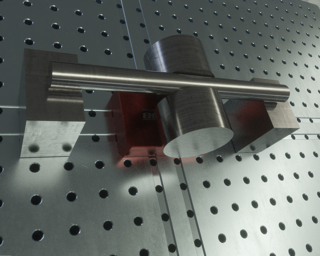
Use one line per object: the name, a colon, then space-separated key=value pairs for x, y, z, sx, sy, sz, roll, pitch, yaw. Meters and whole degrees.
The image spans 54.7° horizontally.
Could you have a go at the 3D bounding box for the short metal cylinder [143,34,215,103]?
short metal cylinder: x=0.023 y=-0.071 z=0.390 sx=0.081 sy=0.080 sz=0.050 roll=1 pitch=62 yaw=-28

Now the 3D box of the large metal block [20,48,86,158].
large metal block: x=-0.116 y=-0.023 z=0.322 sx=0.050 sy=0.080 sz=0.080 roll=1 pitch=62 yaw=-28

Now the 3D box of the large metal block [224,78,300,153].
large metal block: x=0.144 y=-0.017 z=0.459 sx=0.050 sy=0.080 sz=0.080 roll=1 pitch=62 yaw=-28

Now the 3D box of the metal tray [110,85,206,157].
metal tray: x=0.006 y=-0.010 z=0.414 sx=0.131 sy=0.030 sz=0.090 roll=1 pitch=61 yaw=-28

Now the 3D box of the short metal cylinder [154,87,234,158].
short metal cylinder: x=0.038 y=-0.004 z=0.357 sx=0.081 sy=0.080 sz=0.050 roll=1 pitch=62 yaw=-28

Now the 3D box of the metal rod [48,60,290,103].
metal rod: x=0.034 y=-0.048 z=0.352 sx=0.303 sy=0.025 sz=0.025 roll=0 pitch=62 yaw=-28
